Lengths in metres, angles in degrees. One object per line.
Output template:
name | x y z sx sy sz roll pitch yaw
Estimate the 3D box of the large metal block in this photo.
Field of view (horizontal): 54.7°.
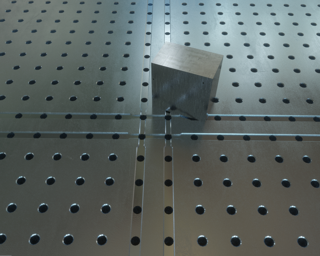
large metal block | 0.036 -0.063 0.425 0.080 0.080 0.050 18 52 14
